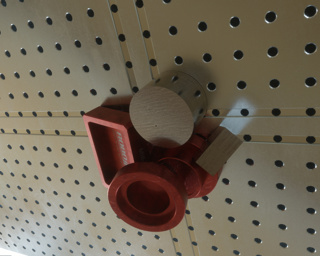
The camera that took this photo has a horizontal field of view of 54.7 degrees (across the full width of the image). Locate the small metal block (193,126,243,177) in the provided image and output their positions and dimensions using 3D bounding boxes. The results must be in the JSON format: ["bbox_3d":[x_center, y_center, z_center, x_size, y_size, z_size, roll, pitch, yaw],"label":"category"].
[{"bbox_3d":[0.066,0.025,0.362,0.025,0.050,0.050,40,94,1],"label":"small metal block"}]

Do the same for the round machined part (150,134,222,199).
[{"bbox_3d":[0.029,0.057,0.417,0.098,0.042,0.097,13,124,20],"label":"round machined part"}]

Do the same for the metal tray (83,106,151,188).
[{"bbox_3d":[-0.057,0.039,0.445,0.090,0.030,0.129,14,125,38],"label":"metal tray"}]

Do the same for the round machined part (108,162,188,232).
[{"bbox_3d":[-0.013,0.082,0.395,0.098,0.042,0.097,7,121,12],"label":"round machined part"}]

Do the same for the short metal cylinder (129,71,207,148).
[{"bbox_3d":[0.011,-0.023,0.374,0.080,0.050,0.079,13,124,20],"label":"short metal cylinder"}]
